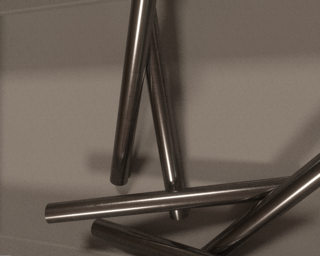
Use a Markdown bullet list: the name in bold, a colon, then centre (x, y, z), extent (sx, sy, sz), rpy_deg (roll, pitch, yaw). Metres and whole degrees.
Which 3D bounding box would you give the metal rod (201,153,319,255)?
- **metal rod**: centre (0.138, 0.068, 0.325), extent (0.025, 0.025, 0.298), rpy_deg (47, 118, 13)

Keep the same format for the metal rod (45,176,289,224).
- **metal rod**: centre (0.011, 0.087, 0.371), extent (0.302, 0.025, 0.025), rpy_deg (-8, 88, 6)

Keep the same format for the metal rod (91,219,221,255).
- **metal rod**: centre (0.040, 0.155, 0.367), extent (0.300, 0.025, 0.025), rpy_deg (6, 92, 30)

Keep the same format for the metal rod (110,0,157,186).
- **metal rod**: centre (-0.031, -0.054, 0.358), extent (0.025, 0.025, 0.298), rpy_deg (22, 121, 18)

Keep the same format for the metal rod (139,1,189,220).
- **metal rod**: centre (0.001, -0.030, 0.373), extent (0.025, 0.025, 0.298), rpy_deg (-6, 102, 19)
